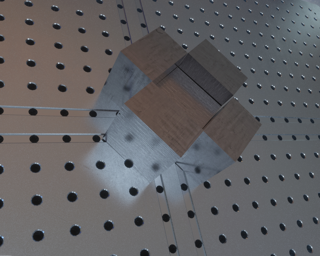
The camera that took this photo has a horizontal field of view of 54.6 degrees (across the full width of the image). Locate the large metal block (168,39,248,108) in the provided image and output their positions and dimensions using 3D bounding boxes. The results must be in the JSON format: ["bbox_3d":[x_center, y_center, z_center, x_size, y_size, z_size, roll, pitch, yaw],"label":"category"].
[{"bbox_3d":[0.062,-0.065,0.445,0.080,0.080,0.050,44,51,1],"label":"large metal block"}]

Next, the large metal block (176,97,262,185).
[{"bbox_3d":[0.073,0.018,0.402,0.050,0.080,0.080,45,51,3],"label":"large metal block"}]

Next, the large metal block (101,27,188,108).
[{"bbox_3d":[-0.021,-0.073,0.406,0.050,0.080,0.080,44,51,2],"label":"large metal block"}]

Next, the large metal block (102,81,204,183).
[{"bbox_3d":[-0.011,0.007,0.362,0.080,0.080,0.050,44,51,1],"label":"large metal block"}]

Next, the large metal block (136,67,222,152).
[{"bbox_3d":[0.021,-0.022,0.415,0.080,0.050,0.080,43,53,3],"label":"large metal block"}]
